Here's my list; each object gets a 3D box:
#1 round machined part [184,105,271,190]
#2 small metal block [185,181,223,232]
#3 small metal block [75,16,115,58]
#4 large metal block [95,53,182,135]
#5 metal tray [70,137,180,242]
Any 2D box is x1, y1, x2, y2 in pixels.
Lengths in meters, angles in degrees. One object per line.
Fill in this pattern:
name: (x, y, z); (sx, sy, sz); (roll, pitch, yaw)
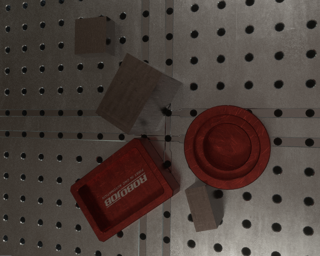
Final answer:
round machined part: (0.082, 0.022, 0.374); (0.098, 0.042, 0.097); (0, 90, 19)
small metal block: (0.055, 0.093, 0.379); (0.025, 0.050, 0.050); (-17, 85, 19)
small metal block: (-0.093, -0.129, 0.444); (0.050, 0.025, 0.050); (1, 91, 19)
large metal block: (-0.023, -0.039, 0.391); (0.050, 0.080, 0.080); (33, 101, 16)
metal tray: (-0.050, 0.084, 0.426); (0.130, 0.030, 0.090); (-37, 79, 16)
